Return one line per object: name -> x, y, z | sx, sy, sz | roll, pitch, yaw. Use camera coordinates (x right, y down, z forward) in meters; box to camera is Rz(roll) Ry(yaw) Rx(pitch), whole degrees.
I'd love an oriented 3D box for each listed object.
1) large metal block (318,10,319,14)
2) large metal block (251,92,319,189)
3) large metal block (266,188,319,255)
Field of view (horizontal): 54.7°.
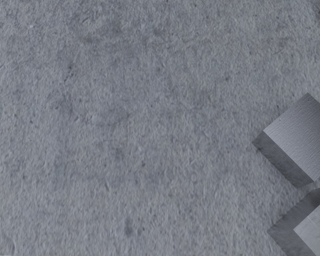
large metal block -> 0.307, -0.196, 0.470 | 0.080, 0.050, 0.080 | 37, 74, 12
large metal block -> 0.179, 0.016, 0.391 | 0.080, 0.050, 0.080 | -38, 75, -13
large metal block -> 0.177, 0.108, 0.342 | 0.080, 0.080, 0.050 | -36, 74, -12
